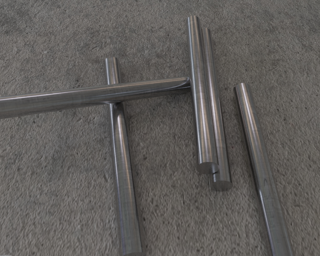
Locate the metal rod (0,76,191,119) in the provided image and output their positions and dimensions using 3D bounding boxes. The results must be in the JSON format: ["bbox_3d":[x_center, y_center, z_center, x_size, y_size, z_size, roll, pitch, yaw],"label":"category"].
[{"bbox_3d":[-0.090,-0.039,0.389,0.303,0.025,0.025,-11,50,-28],"label":"metal rod"}]

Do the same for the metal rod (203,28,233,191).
[{"bbox_3d":[0.073,-0.049,0.444,0.025,0.025,0.300,1,50,1],"label":"metal rod"}]

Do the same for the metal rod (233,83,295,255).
[{"bbox_3d":[0.118,0.059,0.354,0.025,0.025,0.300,0,50,0],"label":"metal rod"}]

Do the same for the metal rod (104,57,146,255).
[{"bbox_3d":[-0.051,0.011,0.393,0.025,0.025,0.300,-7,50,-6],"label":"metal rod"}]

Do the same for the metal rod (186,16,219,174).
[{"bbox_3d":[0.055,-0.070,0.438,0.025,0.025,0.300,1,49,0],"label":"metal rod"}]
